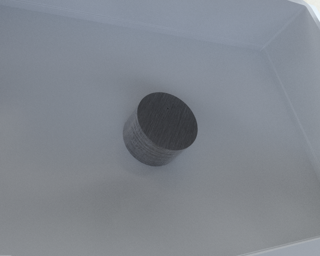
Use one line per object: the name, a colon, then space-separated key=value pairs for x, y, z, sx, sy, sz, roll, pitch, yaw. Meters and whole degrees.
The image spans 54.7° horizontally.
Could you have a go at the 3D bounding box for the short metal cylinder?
short metal cylinder: x=0.000 y=0.002 z=0.390 sx=0.081 sy=0.050 sz=0.080 roll=14 pitch=56 yaw=-21
